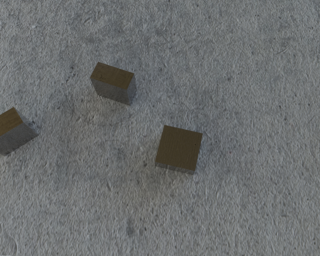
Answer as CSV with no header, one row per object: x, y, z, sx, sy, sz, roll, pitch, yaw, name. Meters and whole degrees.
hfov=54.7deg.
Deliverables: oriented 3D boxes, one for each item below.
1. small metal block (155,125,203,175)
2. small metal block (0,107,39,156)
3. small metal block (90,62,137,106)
0.024,0.028,0.398,0.050,0.025,0.050,13,70,4,small metal block
-0.191,0.006,0.391,0.050,0.050,0.025,-34,74,-12,small metal block
-0.061,-0.058,0.415,0.050,0.050,0.025,19,71,6,small metal block
